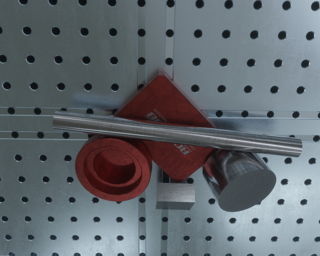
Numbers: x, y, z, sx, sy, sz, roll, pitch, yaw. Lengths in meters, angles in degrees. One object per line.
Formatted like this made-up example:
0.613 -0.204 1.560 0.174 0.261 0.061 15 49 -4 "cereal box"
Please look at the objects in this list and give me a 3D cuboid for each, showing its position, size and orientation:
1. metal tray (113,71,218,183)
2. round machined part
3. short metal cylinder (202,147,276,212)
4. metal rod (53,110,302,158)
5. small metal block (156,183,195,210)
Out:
0.014 0.001 0.413 0.090 0.030 0.130 -42 106 13 "metal tray"
-0.059 0.047 0.416 0.099 0.042 0.097 2 116 4 "round machined part"
0.103 0.065 0.409 0.081 0.050 0.079 -11 131 -13 "short metal cylinder"
0.024 0.008 0.383 0.302 0.025 0.025 7 110 -3 "metal rod"
0.020 0.097 0.435 0.050 0.025 0.050 2 153 -2 "small metal block"
